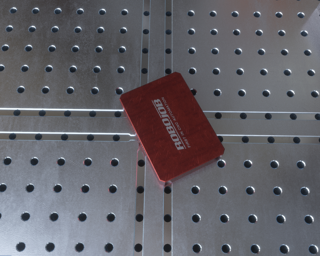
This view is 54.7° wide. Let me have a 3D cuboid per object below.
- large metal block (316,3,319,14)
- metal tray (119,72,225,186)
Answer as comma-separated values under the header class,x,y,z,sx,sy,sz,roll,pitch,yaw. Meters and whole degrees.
class,x,y,z,sx,sy,sz,roll,pitch,yaw
large metal block,0.302,-0.176,0.467,0.081,0.050,0.080,-15,71,-6
metal tray,0.014,-0.001,0.410,0.091,0.030,0.130,-25,72,-9
